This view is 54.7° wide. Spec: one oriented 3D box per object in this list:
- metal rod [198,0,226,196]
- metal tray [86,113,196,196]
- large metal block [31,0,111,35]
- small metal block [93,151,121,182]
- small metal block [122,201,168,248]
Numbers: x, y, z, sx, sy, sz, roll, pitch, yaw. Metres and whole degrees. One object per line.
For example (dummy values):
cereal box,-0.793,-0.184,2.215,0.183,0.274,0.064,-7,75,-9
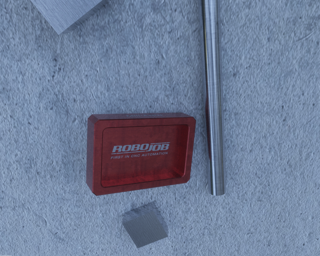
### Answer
metal rod,0.067,-0.049,0.392,0.025,0.025,0.298,-6,110,2
metal tray,-0.022,0.028,0.383,0.131,0.030,0.089,-3,105,-27
large metal block,-0.100,-0.160,0.336,0.080,0.050,0.080,-34,107,11
small metal block,-0.071,0.044,0.411,0.025,0.050,0.050,-8,110,5
small metal block,-0.021,0.145,0.463,0.050,0.025,0.050,-24,109,8
